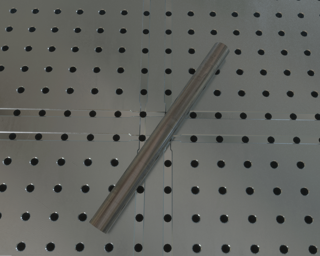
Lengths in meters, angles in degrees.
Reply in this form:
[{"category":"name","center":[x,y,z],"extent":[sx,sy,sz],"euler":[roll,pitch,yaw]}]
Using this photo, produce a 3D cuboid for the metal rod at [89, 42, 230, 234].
[{"category":"metal rod","center":[0.009,0.001,0.411],"extent":[0.025,0.025,0.300],"euler":[32,73,10]}]
